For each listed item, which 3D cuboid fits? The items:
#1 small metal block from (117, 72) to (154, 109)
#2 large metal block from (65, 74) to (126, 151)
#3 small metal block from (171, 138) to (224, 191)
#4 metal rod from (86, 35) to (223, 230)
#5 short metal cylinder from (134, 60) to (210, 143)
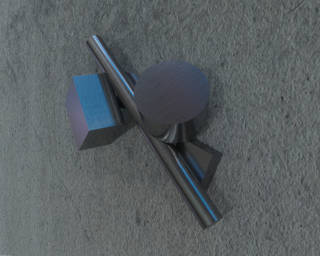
[{"bbox_3d":[-0.033,-0.050,0.432,0.050,0.025,0.050,16,100,38],"label":"small metal block"},{"bbox_3d":[-0.097,-0.022,0.446,0.080,0.050,0.080,-45,61,57],"label":"large metal block"},{"bbox_3d":[0.041,0.042,0.372,0.050,0.025,0.050,31,109,35],"label":"small metal block"},{"bbox_3d":[-0.020,-0.012,0.388,0.025,0.025,0.299,-48,62,29],"label":"metal rod"},{"bbox_3d":[0.015,-0.029,0.350,0.080,0.050,0.080,-2,65,6],"label":"short metal cylinder"}]
